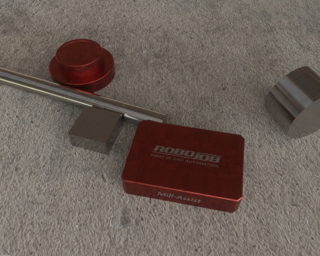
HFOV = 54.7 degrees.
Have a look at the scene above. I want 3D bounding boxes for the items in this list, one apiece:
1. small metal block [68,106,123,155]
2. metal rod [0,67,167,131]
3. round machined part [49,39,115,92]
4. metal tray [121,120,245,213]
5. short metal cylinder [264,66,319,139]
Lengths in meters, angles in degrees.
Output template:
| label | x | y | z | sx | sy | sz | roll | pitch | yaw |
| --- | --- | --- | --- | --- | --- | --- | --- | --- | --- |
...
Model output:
| label | x | y | z | sx | sy | sz | roll | pitch | yaw |
| --- | --- | --- | --- | --- | --- | --- | --- | --- | --- |
| small metal block | -0.082 | 0.002 | 0.400 | 0.050 | 0.025 | 0.050 | 14 | 51 | 11 |
| metal rod | -0.135 | -0.048 | 0.441 | 0.301 | 0.025 | 0.025 | 16 | 52 | 13 |
| round machined part | -0.120 | -0.100 | 0.475 | 0.099 | 0.042 | 0.098 | 0 | 50 | 0 |
| metal tray | 0.030 | 0.042 | 0.365 | 0.131 | 0.030 | 0.090 | 9 | 50 | 7 |
| short metal cylinder | 0.184 | -0.032 | 0.397 | 0.081 | 0.080 | 0.050 | -18 | 53 | -15 |
